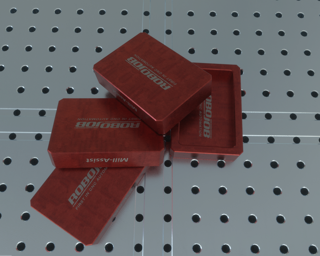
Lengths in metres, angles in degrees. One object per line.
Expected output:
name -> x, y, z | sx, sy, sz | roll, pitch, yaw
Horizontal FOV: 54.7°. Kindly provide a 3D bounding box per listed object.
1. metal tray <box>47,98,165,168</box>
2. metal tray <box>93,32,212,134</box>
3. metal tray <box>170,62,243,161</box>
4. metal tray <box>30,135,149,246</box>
metal tray -> -0.063, 0.004, 0.386 | 0.131, 0.030, 0.090 | -1, 48, -5
metal tray -> -0.011, -0.062, 0.395 | 0.090, 0.030, 0.130 | -40, 61, -18
metal tray -> 0.062, -0.024, 0.418 | 0.091, 0.030, 0.130 | 3, 70, 1
metal tray -> -0.081, 0.065, 0.384 | 0.090, 0.030, 0.130 | 31, 73, 10
